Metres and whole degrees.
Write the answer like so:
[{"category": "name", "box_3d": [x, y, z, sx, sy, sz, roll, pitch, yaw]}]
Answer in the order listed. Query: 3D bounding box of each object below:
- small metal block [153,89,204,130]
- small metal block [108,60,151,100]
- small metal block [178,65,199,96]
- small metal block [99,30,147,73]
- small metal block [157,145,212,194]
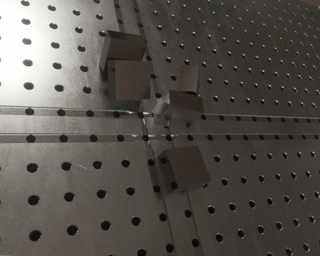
[{"category": "small metal block", "box_3d": [0.024, -0.023, 0.421, 0.050, 0.050, 0.025, 10, 58, -23]}, {"category": "small metal block", "box_3d": [-0.041, -0.064, 0.410, 0.050, 0.025, 0.050, -5, 102, -31]}, {"category": "small metal block", "box_3d": [0.042, -0.055, 0.446, 0.025, 0.050, 0.050, 3, 55, 10]}, {"category": "small metal block", "box_3d": [-0.051, -0.102, 0.424, 0.050, 0.050, 0.025, 1, 39, -28]}, {"category": "small metal block", "box_3d": [0.030, 0.052, 0.394, 0.050, 0.025, 0.050, -5, 64, -31]}]
